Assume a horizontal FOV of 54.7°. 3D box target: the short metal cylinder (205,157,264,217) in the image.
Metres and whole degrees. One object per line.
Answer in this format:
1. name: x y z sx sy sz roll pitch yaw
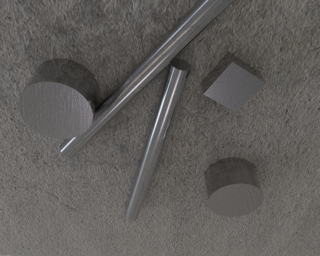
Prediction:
1. short metal cylinder: 0.110 0.090 0.469 0.081 0.050 0.079 0 130 0

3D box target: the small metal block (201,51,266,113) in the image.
1. small metal block: 0.085 -0.053 0.363 0.050 0.025 0.050 26 125 -21

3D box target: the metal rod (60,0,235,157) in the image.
1. metal rod: -0.028 -0.054 0.360 0.025 0.025 0.299 35 122 -26

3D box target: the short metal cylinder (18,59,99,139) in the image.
1. short metal cylinder: -0.115 -0.033 0.361 0.081 0.050 0.079 0 130 0

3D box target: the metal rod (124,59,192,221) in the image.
1. metal rod: -0.013 0.039 0.440 0.025 0.025 0.298 11 129 -9
